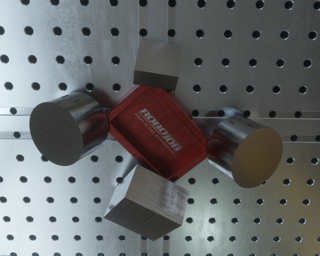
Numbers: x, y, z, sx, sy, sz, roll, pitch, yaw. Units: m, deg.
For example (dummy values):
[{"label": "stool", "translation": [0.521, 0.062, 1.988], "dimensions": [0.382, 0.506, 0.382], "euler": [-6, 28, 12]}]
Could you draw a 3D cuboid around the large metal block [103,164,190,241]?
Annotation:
[{"label": "large metal block", "translation": [-0.019, 0.104, 0.420], "dimensions": [0.080, 0.050, 0.080], "euler": [29, 138, -11]}]

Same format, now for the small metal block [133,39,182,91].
[{"label": "small metal block", "translation": [-0.003, -0.075, 0.369], "dimensions": [0.050, 0.050, 0.025], "euler": [9, 148, -3]}]

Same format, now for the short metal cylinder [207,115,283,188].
[{"label": "short metal cylinder", "translation": [0.108, 0.029, 0.395], "dimensions": [0.081, 0.050, 0.079], "euler": [-10, 113, -25]}]

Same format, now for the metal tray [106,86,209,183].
[{"label": "metal tray", "translation": [-0.001, 0.006, 0.412], "dimensions": [0.090, 0.030, 0.130], "euler": [-40, 106, 13]}]

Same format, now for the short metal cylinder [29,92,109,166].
[{"label": "short metal cylinder", "translation": [-0.112, 0.000, 0.383], "dimensions": [0.080, 0.050, 0.079], "euler": [9, 113, 24]}]
